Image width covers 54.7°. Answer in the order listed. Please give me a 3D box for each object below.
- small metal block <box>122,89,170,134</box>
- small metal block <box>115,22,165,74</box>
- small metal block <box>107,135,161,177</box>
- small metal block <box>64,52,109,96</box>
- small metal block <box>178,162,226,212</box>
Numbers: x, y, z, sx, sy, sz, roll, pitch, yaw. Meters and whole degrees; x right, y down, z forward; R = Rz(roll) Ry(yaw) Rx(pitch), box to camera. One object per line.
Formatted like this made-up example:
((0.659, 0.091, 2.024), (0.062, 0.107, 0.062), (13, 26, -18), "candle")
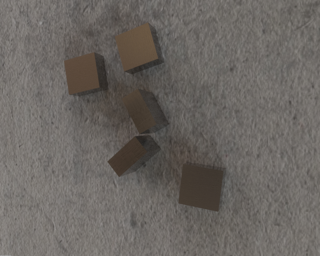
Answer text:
((-0.017, -0.021, 0.401), (0.025, 0.050, 0.050), (-30, 80, 17), "small metal block")
((-0.027, -0.106, 0.418), (0.050, 0.025, 0.050), (-17, 85, 19), "small metal block")
((-0.032, 0.036, 0.406), (0.050, 0.050, 0.025), (-42, 77, 15), "small metal block")
((-0.106, -0.076, 0.445), (0.050, 0.025, 0.050), (-10, 87, 19), "small metal block")
((0.054, 0.073, 0.390), (0.050, 0.025, 0.050), (7, 93, 19), "small metal block")
